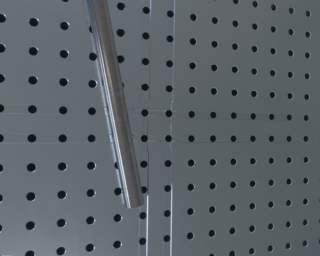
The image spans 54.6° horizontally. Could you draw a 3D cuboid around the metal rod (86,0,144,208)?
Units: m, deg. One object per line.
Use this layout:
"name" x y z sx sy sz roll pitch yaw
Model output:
"metal rod" -0.059 -0.048 0.390 0.025 0.025 0.298 -11 94 -20
